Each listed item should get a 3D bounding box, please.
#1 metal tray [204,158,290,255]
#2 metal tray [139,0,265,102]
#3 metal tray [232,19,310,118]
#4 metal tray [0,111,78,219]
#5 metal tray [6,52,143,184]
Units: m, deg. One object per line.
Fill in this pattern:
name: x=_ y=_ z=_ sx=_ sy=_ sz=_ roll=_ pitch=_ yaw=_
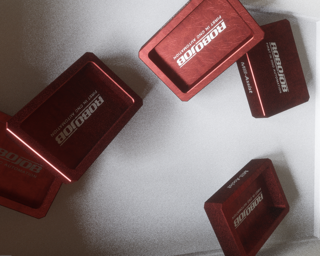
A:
metal tray: x=0.125 y=0.110 z=0.431 sx=0.131 sy=0.030 sz=0.090 roll=-30 pitch=101 yaw=-38
metal tray: x=0.049 y=-0.106 z=0.387 sx=0.130 sy=0.030 sz=0.090 roll=-39 pitch=108 yaw=21
metal tray: x=0.168 y=-0.089 z=0.469 sx=0.091 sy=0.030 sz=0.129 roll=-21 pitch=97 yaw=-19
metal tray: x=-0.171 y=0.034 z=0.344 sx=0.131 sy=0.030 sz=0.090 roll=28 pitch=81 yaw=-18
metal tray: x=-0.091 y=-0.014 z=0.351 sx=0.090 sy=0.030 sz=0.130 roll=43 pitch=60 yaw=-10
